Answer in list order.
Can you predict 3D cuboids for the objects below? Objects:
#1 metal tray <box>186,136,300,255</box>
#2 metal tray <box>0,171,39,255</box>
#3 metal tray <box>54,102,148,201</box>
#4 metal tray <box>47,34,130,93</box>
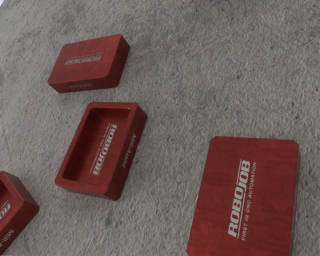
[{"bbox_3d":[0.086,0.074,0.310,0.090,0.030,0.130,2,63,29],"label":"metal tray"},{"bbox_3d":[-0.245,0.138,0.444,0.090,0.030,0.130,33,80,38],"label":"metal tray"},{"bbox_3d":[-0.079,0.027,0.425,0.090,0.030,0.130,4,63,29],"label":"metal tray"},{"bbox_3d":[-0.123,-0.109,0.532,0.130,0.030,0.090,-2,61,27],"label":"metal tray"}]
